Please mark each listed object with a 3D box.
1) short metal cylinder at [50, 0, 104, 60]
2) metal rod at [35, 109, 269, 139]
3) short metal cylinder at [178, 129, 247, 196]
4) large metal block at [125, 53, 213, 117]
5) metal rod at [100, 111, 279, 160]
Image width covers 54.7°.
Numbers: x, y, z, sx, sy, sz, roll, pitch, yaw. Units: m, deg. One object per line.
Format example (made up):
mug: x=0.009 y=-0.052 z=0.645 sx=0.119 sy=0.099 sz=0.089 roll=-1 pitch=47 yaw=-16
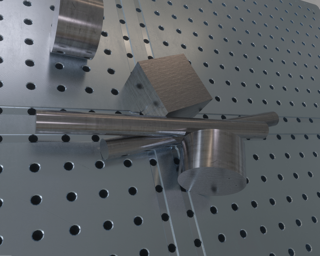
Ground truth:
short metal cylinder: x=-0.108 y=-0.131 z=0.395 sx=0.050 sy=0.080 sz=0.080 roll=6 pitch=59 yaw=-25
metal rod: x=0.010 y=-0.002 z=0.381 sx=0.303 sy=0.025 sz=0.025 roll=2 pitch=61 yaw=-25
short metal cylinder: x=0.064 y=0.044 z=0.380 sx=0.080 sy=0.080 sz=0.050 roll=20 pitch=54 yaw=-17
large metal block: x=0.012 y=-0.051 z=0.429 sx=0.081 sy=0.050 sz=0.080 roll=-19 pitch=72 yaw=-35
metal rod: x=0.062 y=0.005 z=0.438 sx=0.303 sy=0.025 sz=0.025 roll=-9 pitch=66 yaw=-32
